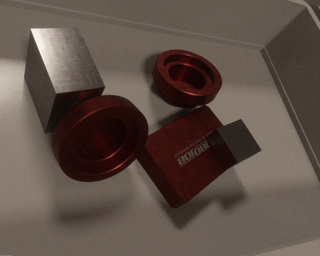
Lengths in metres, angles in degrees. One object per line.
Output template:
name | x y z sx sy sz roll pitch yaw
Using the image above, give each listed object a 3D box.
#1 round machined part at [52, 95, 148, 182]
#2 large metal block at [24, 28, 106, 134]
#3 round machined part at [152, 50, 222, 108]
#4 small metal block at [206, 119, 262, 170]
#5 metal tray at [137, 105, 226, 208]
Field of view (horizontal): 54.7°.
round machined part | -0.065 0.007 0.328 0.099 0.097 0.042 -11 41 -33
large metal block | -0.109 -0.052 0.343 0.050 0.080 0.080 -14 68 -34
round machined part | 0.036 -0.067 0.448 0.099 0.042 0.098 11 47 -12
small metal block | 0.097 0.021 0.408 0.050 0.025 0.050 -19 72 -36
metal tray | 0.041 0.032 0.407 0.131 0.030 0.090 -29 78 -38
